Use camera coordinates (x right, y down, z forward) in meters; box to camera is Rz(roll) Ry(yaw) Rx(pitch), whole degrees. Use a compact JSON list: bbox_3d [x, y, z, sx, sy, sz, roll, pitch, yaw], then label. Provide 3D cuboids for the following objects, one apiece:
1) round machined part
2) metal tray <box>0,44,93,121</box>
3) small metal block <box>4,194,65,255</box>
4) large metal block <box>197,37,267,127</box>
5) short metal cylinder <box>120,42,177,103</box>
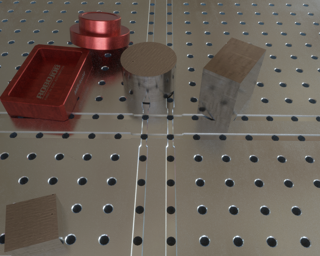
[{"bbox_3d":[-0.099,-0.166,0.516,0.099,0.042,0.098,4,31,-2],"label":"round machined part"},{"bbox_3d":[-0.164,-0.072,0.463,0.090,0.030,0.130,6,50,5],"label":"metal tray"},{"bbox_3d":[-0.129,0.102,0.321,0.050,0.025,0.050,-12,51,-10],"label":"small metal block"},{"bbox_3d":[0.097,-0.063,0.425,0.050,0.080,0.080,28,55,21],"label":"large metal block"},{"bbox_3d":[-0.016,-0.084,0.462,0.081,0.050,0.080,0,50,0],"label":"short metal cylinder"}]
